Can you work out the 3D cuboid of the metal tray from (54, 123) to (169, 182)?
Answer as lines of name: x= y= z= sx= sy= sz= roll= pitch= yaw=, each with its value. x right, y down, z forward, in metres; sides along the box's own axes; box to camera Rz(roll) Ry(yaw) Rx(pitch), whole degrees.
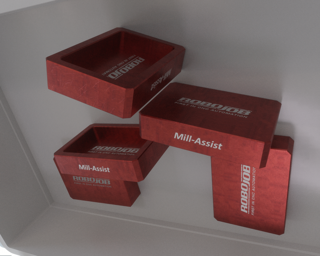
metal tray: x=-0.063 y=0.028 z=0.417 sx=0.130 sy=0.090 sz=0.030 roll=1 pitch=119 yaw=27

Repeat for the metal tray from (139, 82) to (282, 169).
metal tray: x=0.055 y=-0.009 z=0.331 sx=0.130 sy=0.090 sz=0.030 roll=14 pitch=124 yaw=20

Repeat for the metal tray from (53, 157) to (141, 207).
metal tray: x=-0.104 y=0.079 z=0.510 sx=0.130 sy=0.030 sz=0.089 roll=-1 pitch=118 yaw=28

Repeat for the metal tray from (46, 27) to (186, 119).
metal tray: x=-0.039 y=-0.065 z=0.321 sx=0.090 sy=0.131 sz=0.030 roll=22 pitch=126 yaw=15

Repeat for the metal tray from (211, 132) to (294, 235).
metal tray: x=0.113 y=0.069 z=0.388 sx=0.090 sy=0.030 sz=0.129 roll=7 pitch=122 yaw=25
